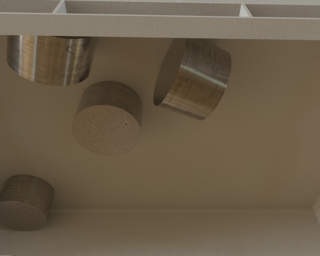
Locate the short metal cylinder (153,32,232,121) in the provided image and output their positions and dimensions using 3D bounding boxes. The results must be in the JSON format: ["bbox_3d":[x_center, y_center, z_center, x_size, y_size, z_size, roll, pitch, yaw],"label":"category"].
[{"bbox_3d":[0.032,-0.053,0.328,0.050,0.080,0.079,18,128,-15],"label":"short metal cylinder"}]

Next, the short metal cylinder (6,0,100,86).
[{"bbox_3d":[-0.103,-0.085,0.299,0.081,0.080,0.050,14,129,-13],"label":"short metal cylinder"}]

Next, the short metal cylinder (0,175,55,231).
[{"bbox_3d":[-0.215,0.119,0.491,0.081,0.050,0.079,0,130,0],"label":"short metal cylinder"}]

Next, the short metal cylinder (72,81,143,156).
[{"bbox_3d":[-0.063,-0.011,0.382,0.081,0.050,0.079,0,130,0],"label":"short metal cylinder"}]
